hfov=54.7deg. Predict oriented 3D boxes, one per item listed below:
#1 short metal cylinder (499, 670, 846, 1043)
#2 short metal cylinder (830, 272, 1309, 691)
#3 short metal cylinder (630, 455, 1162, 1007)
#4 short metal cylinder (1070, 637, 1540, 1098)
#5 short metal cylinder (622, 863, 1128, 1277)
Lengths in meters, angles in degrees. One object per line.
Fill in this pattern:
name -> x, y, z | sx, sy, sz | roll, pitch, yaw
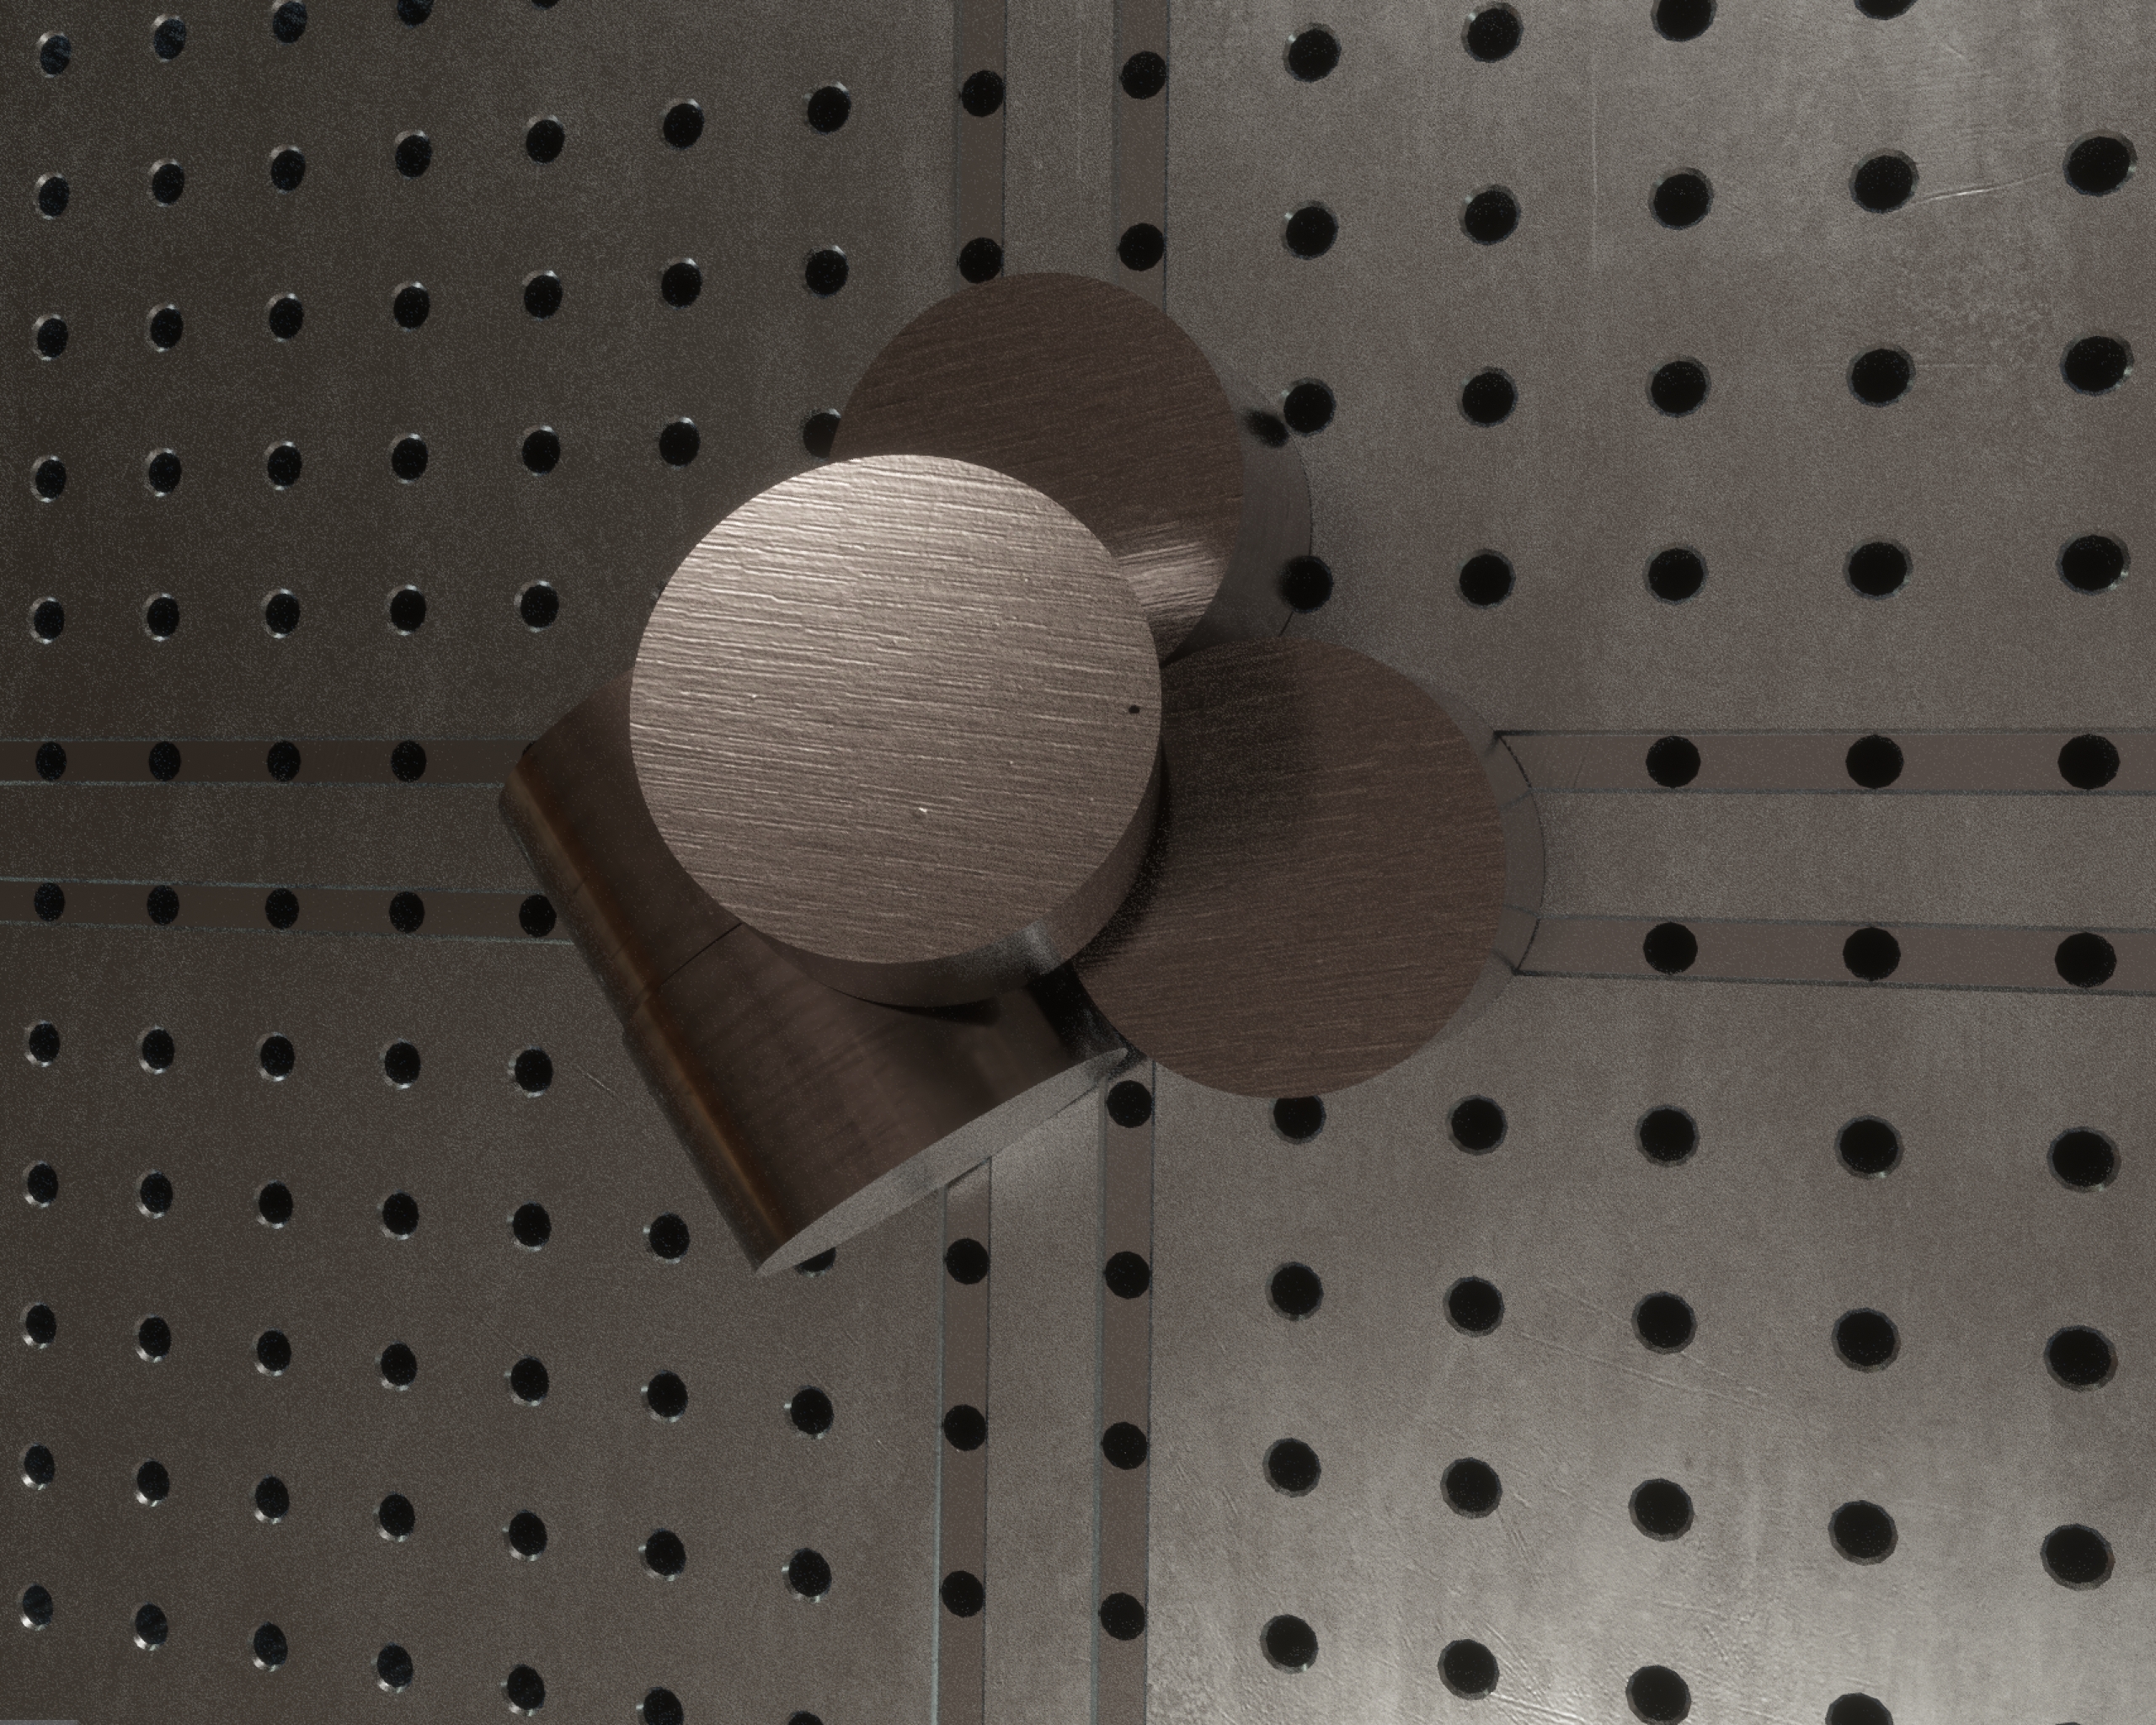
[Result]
short metal cylinder -> -0.063, -0.007, 0.405 | 0.080, 0.080, 0.050 | -35, 79, 16
short metal cylinder -> -0.001, -0.066, 0.398 | 0.080, 0.050, 0.079 | 0, 90, 19
short metal cylinder -> -0.027, -0.019, 0.339 | 0.081, 0.050, 0.080 | 0, 78, 2
short metal cylinder -> 0.042, 0.001, 0.383 | 0.080, 0.050, 0.079 | 0, 90, 19
short metal cylinder -> -0.038, 0.036, 0.395 | 0.080, 0.080, 0.050 | -35, 79, 16
